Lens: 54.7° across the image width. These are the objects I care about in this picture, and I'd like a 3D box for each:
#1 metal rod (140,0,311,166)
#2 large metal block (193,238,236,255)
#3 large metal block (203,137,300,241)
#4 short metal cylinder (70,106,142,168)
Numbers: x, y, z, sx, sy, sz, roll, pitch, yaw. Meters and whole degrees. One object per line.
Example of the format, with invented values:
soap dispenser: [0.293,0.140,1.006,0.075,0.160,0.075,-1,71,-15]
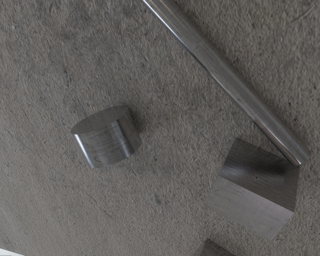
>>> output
metal rod: [0.053,-0.075,0.332,0.300,0.025,0.025,46,129,-5]
large metal block: [0.086,0.235,0.491,0.080,0.050,0.079,31,128,8]
large metal block: [0.107,0.066,0.356,0.080,0.080,0.050,26,127,12]
short metal cylinder: [-0.071,0.010,0.415,0.080,0.080,0.050,-8,115,31]
